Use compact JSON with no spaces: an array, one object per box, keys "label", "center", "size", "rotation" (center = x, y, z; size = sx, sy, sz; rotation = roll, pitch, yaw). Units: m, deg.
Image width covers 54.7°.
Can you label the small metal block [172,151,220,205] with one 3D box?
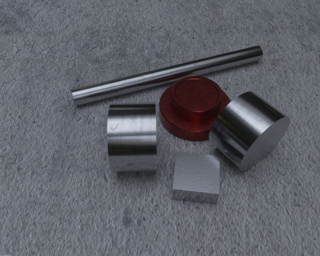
[{"label":"small metal block","center":[0.041,0.057,0.356],"size":[0.050,0.025,0.050],"rotation":[5,50,4]}]

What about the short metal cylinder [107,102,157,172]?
[{"label":"short metal cylinder","center":[-0.030,0.011,0.358],"size":[0.050,0.080,0.080],"rotation":[-1,50,-1]}]

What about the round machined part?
[{"label":"round machined part","center":[0.048,-0.033,0.420],"size":[0.099,0.042,0.098],"rotation":[0,50,0]}]

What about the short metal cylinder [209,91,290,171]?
[{"label":"short metal cylinder","center":[0.105,0.004,0.365],"size":[0.081,0.080,0.050],"rotation":[-30,57,-23]}]

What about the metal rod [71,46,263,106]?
[{"label":"metal rod","center":[0.020,-0.082,0.472],"size":[0.302,0.025,0.025],"rotation":[-16,52,-13]}]
